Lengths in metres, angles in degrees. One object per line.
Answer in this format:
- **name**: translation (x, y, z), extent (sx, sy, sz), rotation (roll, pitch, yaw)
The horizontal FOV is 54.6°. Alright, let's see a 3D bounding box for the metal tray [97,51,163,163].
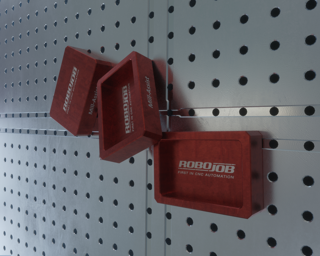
- **metal tray**: translation (-0.046, -0.028, 0.422), extent (0.090, 0.030, 0.130), rotation (-30, 55, 36)

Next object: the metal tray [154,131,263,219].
- **metal tray**: translation (0.051, 0.049, 0.364), extent (0.130, 0.030, 0.090), rotation (-1, 89, 40)

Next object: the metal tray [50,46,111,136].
- **metal tray**: translation (-0.137, -0.062, 0.521), extent (0.090, 0.030, 0.129), rotation (31, 109, 36)
